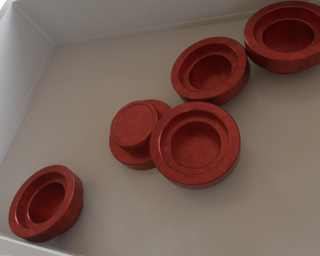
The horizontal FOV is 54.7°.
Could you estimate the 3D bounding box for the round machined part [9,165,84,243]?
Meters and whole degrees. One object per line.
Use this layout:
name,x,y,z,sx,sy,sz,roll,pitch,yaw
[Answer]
round machined part,-0.141,0.100,0.402,0.098,0.042,0.098,-15,48,18

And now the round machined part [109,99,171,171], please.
round machined part,-0.025,0.003,0.407,0.098,0.042,0.098,-13,56,21

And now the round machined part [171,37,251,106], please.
round machined part,0.067,-0.067,0.400,0.098,0.042,0.098,-13,56,21

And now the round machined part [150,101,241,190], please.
round machined part,0.041,0.022,0.352,0.098,0.042,0.098,-6,64,13

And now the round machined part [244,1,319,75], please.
round machined part,0.152,-0.103,0.371,0.098,0.042,0.098,-7,57,12
